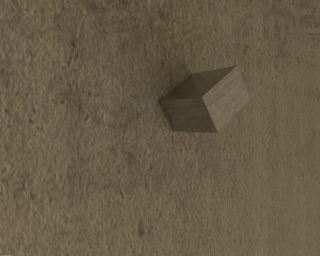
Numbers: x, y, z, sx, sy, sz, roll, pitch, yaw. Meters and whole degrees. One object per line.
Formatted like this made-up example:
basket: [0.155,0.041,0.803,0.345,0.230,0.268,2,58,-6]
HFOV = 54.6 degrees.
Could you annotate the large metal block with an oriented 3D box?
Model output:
large metal block: [0.059,-0.038,0.417,0.080,0.080,0.050,-41,115,-32]
